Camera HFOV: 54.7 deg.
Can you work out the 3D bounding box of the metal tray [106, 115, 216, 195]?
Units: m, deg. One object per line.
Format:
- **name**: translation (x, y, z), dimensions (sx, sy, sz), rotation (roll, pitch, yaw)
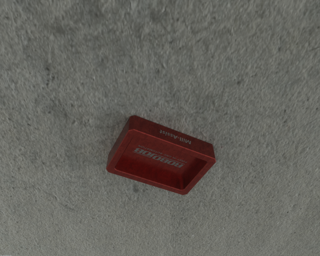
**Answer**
- **metal tray**: translation (0.001, 0.043, 0.440), dimensions (0.131, 0.030, 0.089), rotation (21, 127, -17)
